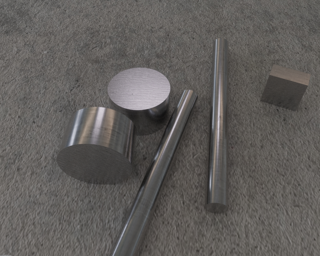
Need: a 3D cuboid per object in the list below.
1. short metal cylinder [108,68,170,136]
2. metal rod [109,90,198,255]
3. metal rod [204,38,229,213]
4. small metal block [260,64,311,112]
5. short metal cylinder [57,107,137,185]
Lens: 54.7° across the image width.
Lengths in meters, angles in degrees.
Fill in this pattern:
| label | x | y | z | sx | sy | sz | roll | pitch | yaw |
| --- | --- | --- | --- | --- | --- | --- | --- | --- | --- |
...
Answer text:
| label | x | y | z | sx | sy | sz | roll | pitch | yaw |
| --- | --- | --- | --- | --- | --- | --- | --- | --- | --- |
| short metal cylinder | -0.027 | -0.036 | 0.417 | 0.081 | 0.050 | 0.080 | 0 | 50 | 0 |
| metal rod | -0.008 | 0.063 | 0.349 | 0.025 | 0.025 | 0.301 | 15 | 52 | 12 |
| metal rod | 0.082 | -0.028 | 0.427 | 0.025 | 0.025 | 0.300 | 6 | 50 | 5 |
| small metal block | 0.175 | -0.056 | 0.436 | 0.050 | 0.050 | 0.025 | 20 | 53 | 16 |
| short metal cylinder | -0.069 | 0.022 | 0.349 | 0.080 | 0.080 | 0.050 | 2 | 50 | 2 |
